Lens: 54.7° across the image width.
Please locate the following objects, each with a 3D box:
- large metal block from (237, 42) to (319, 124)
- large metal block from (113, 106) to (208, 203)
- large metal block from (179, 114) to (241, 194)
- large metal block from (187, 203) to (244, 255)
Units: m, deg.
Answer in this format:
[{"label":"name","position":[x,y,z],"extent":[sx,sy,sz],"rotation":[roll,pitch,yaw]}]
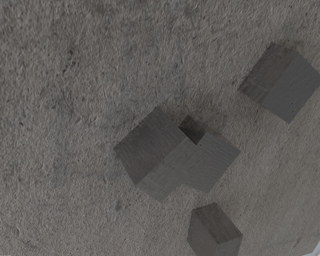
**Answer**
[{"label":"large metal block","position":[0.174,-0.063,0.446],"extent":[0.080,0.050,0.080],"rotation":[25,105,-37]},{"label":"large metal block","position":[-0.001,0.031,0.389],"extent":[0.080,0.080,0.050],"rotation":[-44,129,2]},{"label":"large metal block","position":[0.054,0.039,0.444],"extent":[0.080,0.050,0.080],"rotation":[28,103,-38]},{"label":"large metal block","position":[0.093,0.193,0.541],"extent":[0.050,0.080,0.079],"rotation":[-10,123,-23]}]
